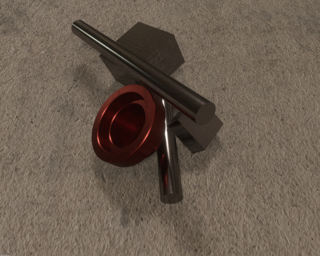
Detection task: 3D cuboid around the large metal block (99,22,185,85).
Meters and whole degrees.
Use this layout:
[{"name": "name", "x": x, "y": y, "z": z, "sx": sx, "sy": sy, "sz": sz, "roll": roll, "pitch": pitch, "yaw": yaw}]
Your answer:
[{"name": "large metal block", "x": -0.026, "y": -0.100, "z": 0.446, "sx": 0.080, "sy": 0.050, "sz": 0.080, "roll": -45, "pitch": 48, "yaw": -12}]

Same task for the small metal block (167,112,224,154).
[{"name": "small metal block", "x": 0.045, "y": -0.004, "z": 0.391, "sx": 0.050, "sy": 0.025, "sz": 0.050, "roll": 47, "pitch": 57, "yaw": -10}]

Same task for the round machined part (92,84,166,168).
[{"name": "round machined part", "x": -0.032, "y": 0.000, "z": 0.371, "sx": 0.098, "sy": 0.042, "sz": 0.098, "roll": -18, "pitch": 58, "yaw": 32}]

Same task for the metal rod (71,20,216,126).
[{"name": "metal rod", "x": -0.042, "y": -0.086, "z": 0.391, "sx": 0.025, "sy": 0.025, "sz": 0.300, "roll": -29, "pitch": 44, "yaw": -22}]

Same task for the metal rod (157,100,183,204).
[{"name": "metal rod", "x": 0.003, "y": -0.037, "z": 0.434, "sx": 0.025, "sy": 0.025, "sz": 0.300, "roll": -3, "pitch": 50, "yaw": -3}]
